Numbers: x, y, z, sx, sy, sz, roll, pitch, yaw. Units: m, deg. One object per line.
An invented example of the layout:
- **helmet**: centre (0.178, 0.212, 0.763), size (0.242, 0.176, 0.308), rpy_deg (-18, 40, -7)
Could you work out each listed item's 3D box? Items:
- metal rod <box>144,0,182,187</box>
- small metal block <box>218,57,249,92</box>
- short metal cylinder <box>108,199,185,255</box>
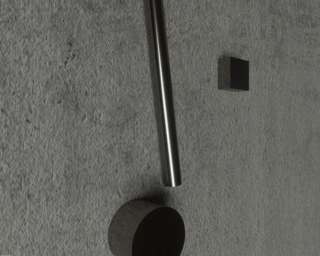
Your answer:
- **metal rod**: centre (0.002, -0.071, 0.407), size (0.025, 0.025, 0.298), rpy_deg (-11, 97, -40)
- **small metal block**: centre (0.121, -0.087, 0.509), size (0.050, 0.025, 0.050), rpy_deg (0, 90, -40)
- **short metal cylinder**: centre (-0.016, 0.131, 0.378), size (0.081, 0.050, 0.079), rpy_deg (0, 90, -40)
